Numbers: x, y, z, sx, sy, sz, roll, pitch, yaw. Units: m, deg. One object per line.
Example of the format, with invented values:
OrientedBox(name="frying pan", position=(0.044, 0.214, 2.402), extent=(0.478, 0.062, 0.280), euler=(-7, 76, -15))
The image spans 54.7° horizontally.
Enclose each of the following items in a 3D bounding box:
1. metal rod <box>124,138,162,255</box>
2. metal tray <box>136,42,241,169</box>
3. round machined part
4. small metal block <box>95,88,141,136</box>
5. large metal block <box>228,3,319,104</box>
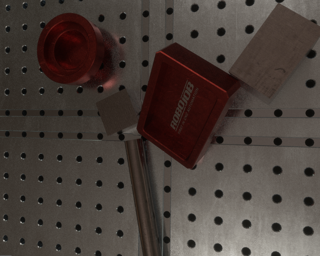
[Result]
OrientedBox(name="metal rod", position=(-0.011, 0.163, 0.415), extent=(0.025, 0.025, 0.298), euler=(-11, 86, 19))
OrientedBox(name="metal tray", position=(0.026, -0.021, 0.362), extent=(0.090, 0.030, 0.129), euler=(35, 138, 16))
OrientedBox(name="round machined part", position=(-0.123, -0.110, 0.445), extent=(0.098, 0.042, 0.097), euler=(0, 90, 19))
OrientedBox(name="small metal block", position=(-0.054, -0.021, 0.431), extent=(0.050, 0.025, 0.050), euler=(-23, 83, 18))
OrientedBox(name="large metal block", position=(0.124, -0.075, 0.339), extent=(0.050, 0.080, 0.080), euler=(38, 101, 15))
